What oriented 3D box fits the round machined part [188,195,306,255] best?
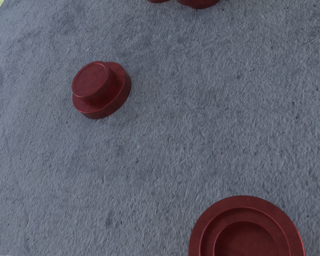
[{"bbox_3d":[0.079,0.115,0.281,0.098,0.042,0.098,-13,56,21],"label":"round machined part"}]

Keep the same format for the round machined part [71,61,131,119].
[{"bbox_3d":[-0.098,-0.066,0.485,0.098,0.042,0.098,-13,56,21],"label":"round machined part"}]

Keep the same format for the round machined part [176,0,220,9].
[{"bbox_3d":[0.069,-0.232,0.499,0.098,0.042,0.098,-13,56,21],"label":"round machined part"}]

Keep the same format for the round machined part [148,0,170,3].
[{"bbox_3d":[0.007,-0.277,0.560,0.098,0.042,0.098,-13,56,21],"label":"round machined part"}]
